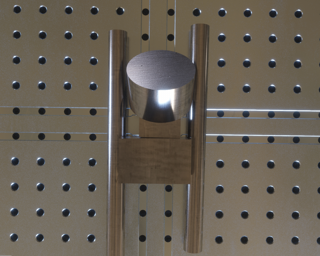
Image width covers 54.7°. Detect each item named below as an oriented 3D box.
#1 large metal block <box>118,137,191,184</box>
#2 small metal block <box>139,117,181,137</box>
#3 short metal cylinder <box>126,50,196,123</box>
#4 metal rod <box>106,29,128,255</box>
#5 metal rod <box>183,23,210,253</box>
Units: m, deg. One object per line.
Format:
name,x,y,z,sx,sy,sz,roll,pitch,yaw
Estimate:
large metal block,-0.006,0.037,0.383,0.081,0.080,0.050,1,90,0
small metal block,0.000,-0.001,0.401,0.050,0.050,0.025,1,90,-1
short metal cylinder,0.001,-0.052,0.379,0.081,0.050,0.080,1,46,-1
metal rod,-0.058,0.022,0.413,0.025,0.025,0.298,1,90,0
metal rod,0.049,0.014,0.413,0.025,0.025,0.298,2,90,0
